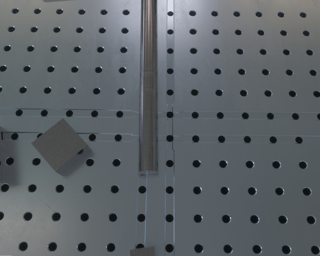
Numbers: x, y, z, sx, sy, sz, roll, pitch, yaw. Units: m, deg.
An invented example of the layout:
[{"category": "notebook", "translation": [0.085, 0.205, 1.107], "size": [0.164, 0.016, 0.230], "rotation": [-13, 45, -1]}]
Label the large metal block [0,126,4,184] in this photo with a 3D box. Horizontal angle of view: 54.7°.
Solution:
[{"category": "large metal block", "translation": [-0.248, 0.034, 0.384], "size": [0.081, 0.050, 0.080], "rotation": [-12, 71, -5]}]

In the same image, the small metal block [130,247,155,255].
[{"category": "small metal block", "translation": [-0.016, 0.158, 0.340], "size": [0.025, 0.050, 0.050], "rotation": [-7, 70, -3]}]

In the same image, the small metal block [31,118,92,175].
[{"category": "small metal block", "translation": [-0.127, 0.024, 0.402], "size": [0.050, 0.025, 0.050], "rotation": [-42, 75, -14]}]

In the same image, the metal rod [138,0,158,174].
[{"category": "metal rod", "translation": [-0.016, -0.084, 0.442], "size": [0.025, 0.025, 0.299], "rotation": [0, 70, 0]}]
